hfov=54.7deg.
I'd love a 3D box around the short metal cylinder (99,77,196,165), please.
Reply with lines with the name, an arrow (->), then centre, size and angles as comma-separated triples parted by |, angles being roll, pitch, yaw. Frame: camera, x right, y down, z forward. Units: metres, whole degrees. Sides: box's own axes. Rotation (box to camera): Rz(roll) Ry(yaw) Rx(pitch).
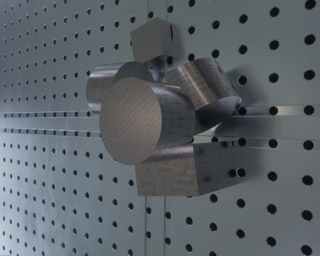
short metal cylinder -> -0.013, -0.006, 0.300 | 0.080, 0.050, 0.080 | 0, 90, 40

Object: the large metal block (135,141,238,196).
large metal block -> 0.029, 0.045, 0.349 | 0.080, 0.081, 0.050 | -10, 84, 39

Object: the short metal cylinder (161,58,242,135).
short metal cylinder -> 0.041, -0.031, 0.340 | 0.080, 0.081, 0.050 | -40, 66, 33

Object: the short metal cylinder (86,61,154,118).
short metal cylinder -> -0.051, -0.047, 0.415 | 0.050, 0.081, 0.079 | 5, 93, 40

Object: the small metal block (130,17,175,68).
small metal block -> -0.011, -0.113, 0.418 | 0.050, 0.025, 0.050 | -14, 81, 39
